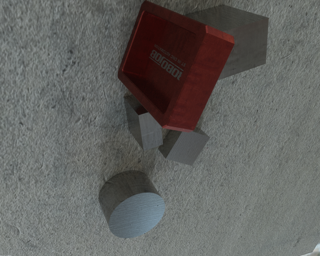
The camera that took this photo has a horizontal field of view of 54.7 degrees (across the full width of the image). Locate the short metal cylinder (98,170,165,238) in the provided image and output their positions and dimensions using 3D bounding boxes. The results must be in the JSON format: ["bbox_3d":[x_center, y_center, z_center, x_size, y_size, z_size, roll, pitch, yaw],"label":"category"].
[{"bbox_3d":[-0.040,0.106,0.435,0.081,0.050,0.079,-14,124,-21],"label":"short metal cylinder"}]

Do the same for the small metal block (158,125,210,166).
[{"bbox_3d":[0.034,0.022,0.439,0.050,0.025,0.050,19,108,-36],"label":"small metal block"}]

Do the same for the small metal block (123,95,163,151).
[{"bbox_3d":[-0.020,-0.009,0.374,0.025,0.050,0.050,-18,126,-18],"label":"small metal block"}]

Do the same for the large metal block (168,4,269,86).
[{"bbox_3d":[0.060,-0.096,0.344,0.081,0.080,0.050,-21,127,-16],"label":"large metal block"}]

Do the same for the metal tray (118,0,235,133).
[{"bbox_3d":[0.005,-0.065,0.301,0.030,0.130,0.089,10,113,-33],"label":"metal tray"}]
